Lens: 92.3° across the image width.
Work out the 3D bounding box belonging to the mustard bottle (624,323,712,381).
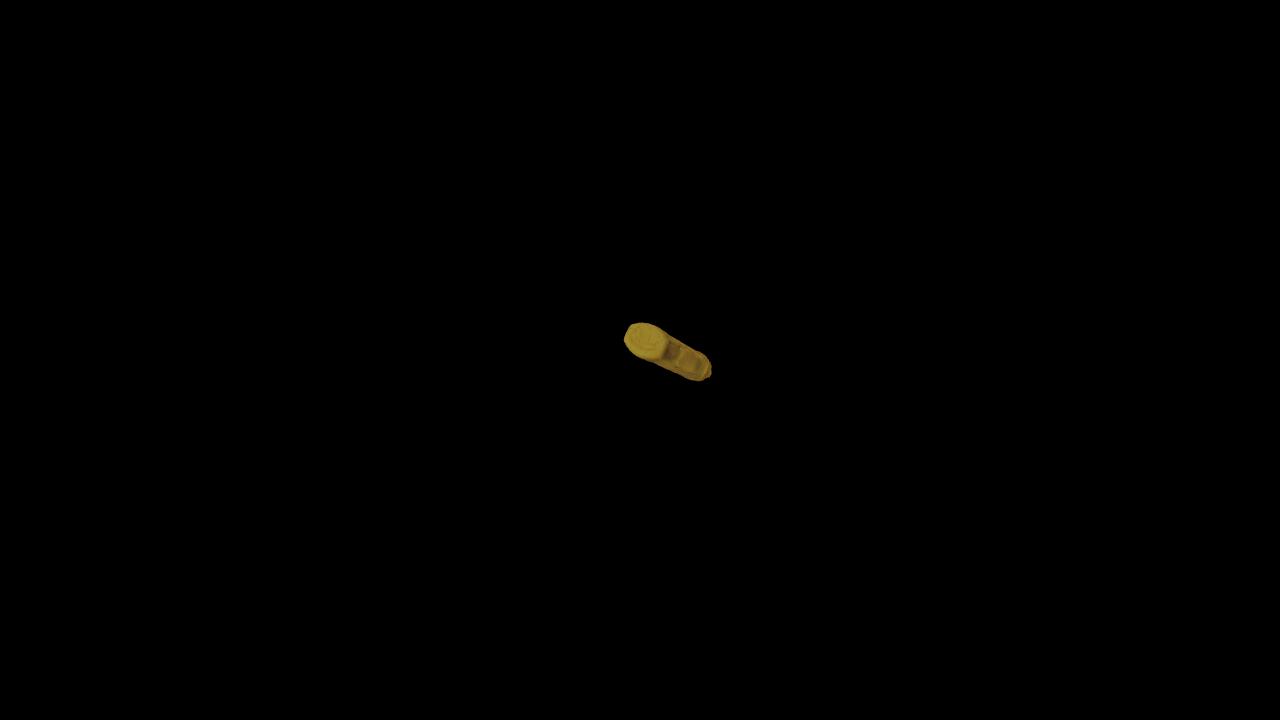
[{"bbox_3d":[0.061,-0.003,0.987,0.092,0.054,0.184,18,-5,42],"label":"mustard bottle"}]
